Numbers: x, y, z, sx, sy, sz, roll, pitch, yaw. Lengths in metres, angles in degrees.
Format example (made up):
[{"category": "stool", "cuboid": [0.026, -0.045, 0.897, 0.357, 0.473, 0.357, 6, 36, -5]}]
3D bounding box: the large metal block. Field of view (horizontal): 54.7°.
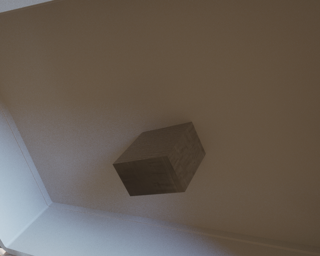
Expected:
[{"category": "large metal block", "cuboid": [0.002, 0.039, 0.395, 0.080, 0.080, 0.050, -12, 112, 33]}]
